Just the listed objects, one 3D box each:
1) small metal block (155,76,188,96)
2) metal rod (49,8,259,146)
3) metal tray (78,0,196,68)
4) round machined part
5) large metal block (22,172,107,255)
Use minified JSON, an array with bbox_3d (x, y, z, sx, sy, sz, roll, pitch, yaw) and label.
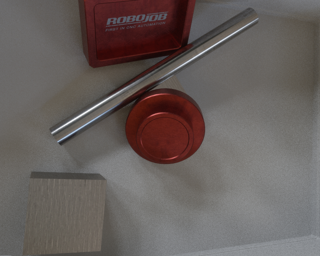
[{"bbox_3d":[0.009,-0.036,0.415,0.050,0.025,0.050,-37,102,-17],"label":"small metal block"},{"bbox_3d":[0.001,-0.070,0.393,0.301,0.025,0.025,-33,101,-10],"label":"metal rod"},{"bbox_3d":[-0.026,-0.126,0.369,0.131,0.089,0.030,-14,52,-20],"label":"metal tray"},{"bbox_3d":[0.006,0.004,0.381,0.099,0.042,0.097,0,116,1],"label":"round machined part"},{"bbox_3d":[-0.110,0.095,0.357,0.081,0.050,0.080,5,88,-20],"label":"large metal block"}]
